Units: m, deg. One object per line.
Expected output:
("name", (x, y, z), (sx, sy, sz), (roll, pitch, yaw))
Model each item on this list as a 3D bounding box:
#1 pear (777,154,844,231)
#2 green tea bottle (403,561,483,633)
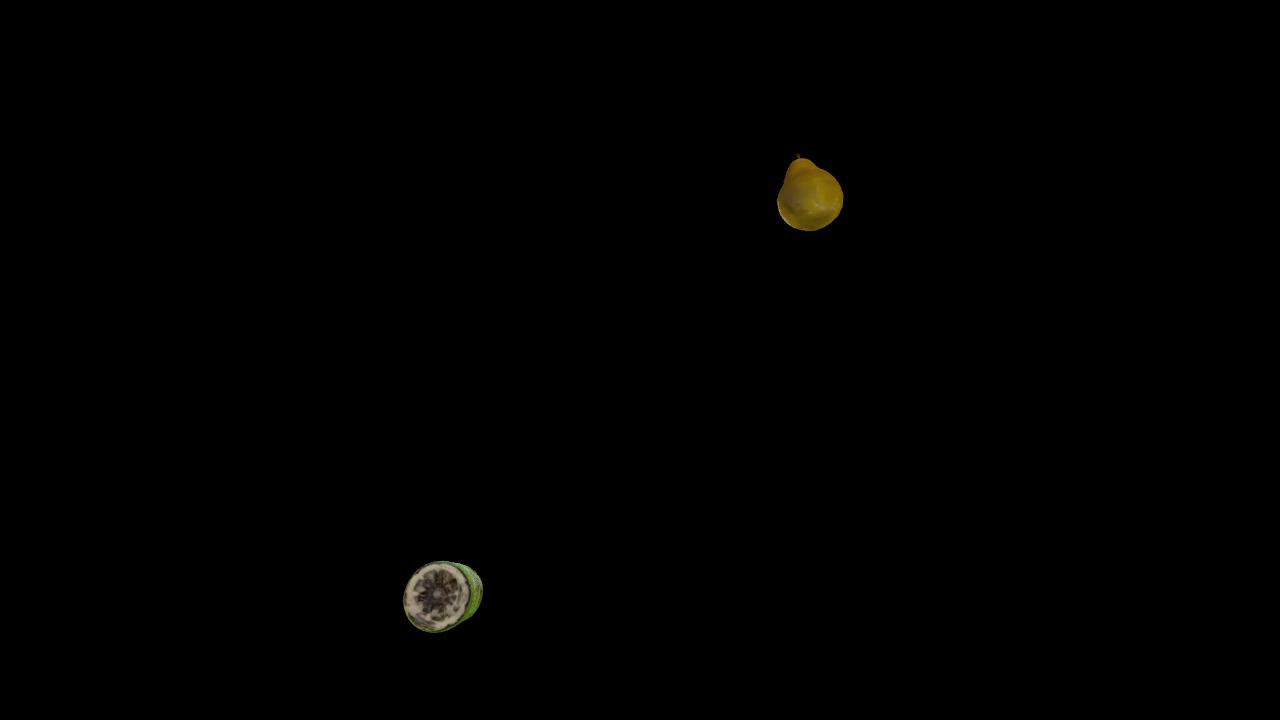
("pear", (0.203, -0.217, 0.758), (0.080, 0.111, 0.080), (-12, -19, -4))
("green tea bottle", (-0.222, 0.274, 0.718), (0.073, 0.073, 0.212), (0, -20, -11))
